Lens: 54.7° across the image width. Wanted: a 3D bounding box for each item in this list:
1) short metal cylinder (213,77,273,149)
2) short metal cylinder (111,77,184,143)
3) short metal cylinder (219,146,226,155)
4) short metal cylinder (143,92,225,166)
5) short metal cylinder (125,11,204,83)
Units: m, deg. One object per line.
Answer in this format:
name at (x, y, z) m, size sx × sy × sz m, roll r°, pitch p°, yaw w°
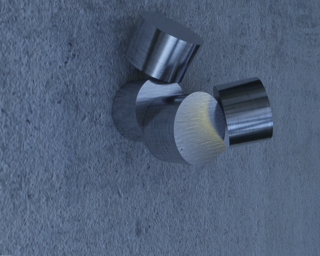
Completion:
short metal cylinder at (0.100, -0.019, 0.382) m, size 0.050 × 0.080 × 0.079 m, roll -12°, pitch 101°, yaw 4°
short metal cylinder at (-0.012, -0.021, 0.381) m, size 0.081 × 0.050 × 0.079 m, roll 0°, pitch 90°, yaw -40°
short metal cylinder at (0.057, -0.001, 0.440) m, size 0.081 × 0.050 × 0.079 m, roll 0°, pitch 90°, yaw -40°
short metal cylinder at (0.028, 0.001, 0.350) m, size 0.081 × 0.050 × 0.079 m, roll 0°, pitch 90°, yaw -40°
short metal cylinder at (0.005, -0.096, 0.368) m, size 0.081 × 0.080 × 0.050 m, roll 0°, pitch 129°, yaw -40°
